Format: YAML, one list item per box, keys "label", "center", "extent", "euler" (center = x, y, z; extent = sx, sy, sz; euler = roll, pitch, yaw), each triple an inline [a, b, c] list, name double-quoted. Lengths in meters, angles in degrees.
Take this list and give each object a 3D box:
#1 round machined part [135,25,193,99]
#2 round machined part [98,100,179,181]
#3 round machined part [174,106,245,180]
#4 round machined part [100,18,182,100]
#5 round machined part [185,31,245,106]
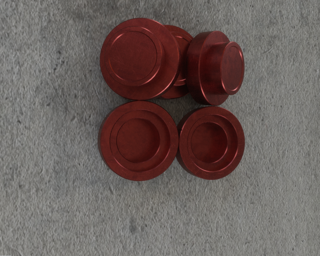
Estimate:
- label: "round machined part"
  center: [0.014, -0.087, 0.407]
  extent: [0.099, 0.042, 0.097]
  euler: [0, 90, -21]
- label: "round machined part"
  center: [-0.030, 0.015, 0.391]
  extent: [0.099, 0.042, 0.097]
  euler: [0, 90, -21]
- label: "round machined part"
  center: [0.063, 0.019, 0.426]
  extent: [0.099, 0.042, 0.097]
  euler: [0, 90, -21]
- label: "round machined part"
  center: [-0.026, -0.082, 0.367]
  extent: [0.098, 0.042, 0.097]
  euler: [1, 93, 13]
- label: "round machined part"
  center: [0.078, -0.078, 0.408]
  extent: [0.099, 0.042, 0.097]
  euler: [-11, 104, -50]
